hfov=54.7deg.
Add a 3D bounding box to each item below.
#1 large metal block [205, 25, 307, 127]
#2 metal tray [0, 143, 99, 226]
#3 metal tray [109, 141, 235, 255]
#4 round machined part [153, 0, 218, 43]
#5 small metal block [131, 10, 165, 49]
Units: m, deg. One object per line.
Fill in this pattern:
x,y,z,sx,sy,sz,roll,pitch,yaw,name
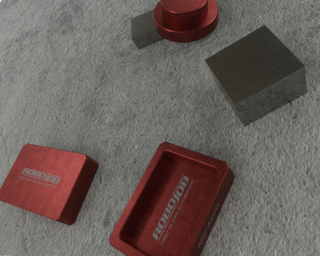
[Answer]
0.112,-0.062,0.366,0.080,0.050,0.080,-30,52,9,large metal block
-0.159,0.075,0.436,0.130,0.030,0.090,6,65,30,metal tray
0.014,0.087,0.338,0.090,0.030,0.130,18,71,34,metal tray
0.038,-0.178,0.465,0.099,0.042,0.098,-4,58,7,round machined part
-0.019,-0.165,0.514,0.050,0.025,0.050,-16,55,18,small metal block
